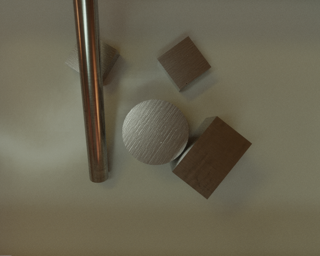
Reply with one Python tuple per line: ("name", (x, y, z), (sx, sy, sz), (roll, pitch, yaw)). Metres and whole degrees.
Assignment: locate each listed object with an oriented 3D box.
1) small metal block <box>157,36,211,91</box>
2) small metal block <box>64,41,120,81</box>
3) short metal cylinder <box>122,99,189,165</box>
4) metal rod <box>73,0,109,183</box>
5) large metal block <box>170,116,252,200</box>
("small metal block", (0.031, -0.084, 0.412), (0.050, 0.025, 0.050), (-36, 90, 0))
("small metal block", (-0.089, -0.091, 0.410), (0.050, 0.025, 0.050), (31, 90, -1))
("short metal cylinder", (-0.005, 0.005, 0.399), (0.081, 0.050, 0.079), (0, 90, -1))
("metal rod", (-0.078, -0.068, 0.347), (0.025, 0.025, 0.298), (1, 116, 0))
("large metal block", (0.058, 0.033, 0.385), (0.050, 0.080, 0.080), (39, 90, -1))
